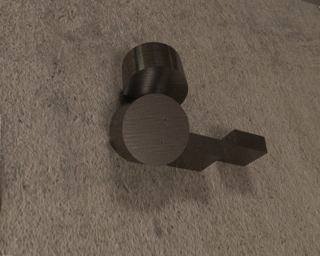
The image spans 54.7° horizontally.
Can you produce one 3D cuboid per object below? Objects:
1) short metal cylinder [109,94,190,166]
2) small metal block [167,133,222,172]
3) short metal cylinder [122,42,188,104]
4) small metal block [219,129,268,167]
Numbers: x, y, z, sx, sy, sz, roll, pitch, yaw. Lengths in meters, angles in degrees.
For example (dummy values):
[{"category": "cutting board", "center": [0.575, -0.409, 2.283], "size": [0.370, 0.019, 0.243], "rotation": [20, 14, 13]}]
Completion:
[{"category": "short metal cylinder", "center": [-0.013, 0.003, 0.361], "size": [0.081, 0.050, 0.080], "rotation": [1, 87, -25]}, {"category": "small metal block", "center": [0.042, 0.031, 0.393], "size": [0.050, 0.050, 0.025], "rotation": [13, 56, -22]}, {"category": "short metal cylinder", "center": [-0.008, -0.062, 0.398], "size": [0.081, 0.079, 0.050], "rotation": [12, 45, -22]}, {"category": "small metal block", "center": [0.111, 0.029, 0.432], "size": [0.050, 0.050, 0.025], "rotation": [13, 56, -21]}]
